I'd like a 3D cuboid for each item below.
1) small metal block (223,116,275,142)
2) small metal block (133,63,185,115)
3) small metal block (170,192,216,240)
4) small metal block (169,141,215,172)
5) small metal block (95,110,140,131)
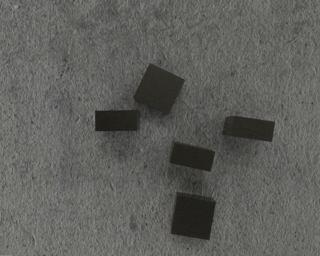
[{"bbox_3d":[0.112,0.001,0.398,0.050,0.050,0.025,8,90,0],"label":"small metal block"},{"bbox_3d":[-0.001,-0.050,0.410,0.050,0.025,0.050,26,90,0],"label":"small metal block"},{"bbox_3d":[0.043,0.116,0.410,0.050,0.025,0.050,10,90,0],"label":"small metal block"},{"bbox_3d":[0.039,0.035,0.398,0.050,0.050,0.025,13,90,0],"label":"small metal block"},{"bbox_3d":[-0.053,-0.009,0.397,0.050,0.050,0.025,-1,90,0],"label":"small metal block"}]
